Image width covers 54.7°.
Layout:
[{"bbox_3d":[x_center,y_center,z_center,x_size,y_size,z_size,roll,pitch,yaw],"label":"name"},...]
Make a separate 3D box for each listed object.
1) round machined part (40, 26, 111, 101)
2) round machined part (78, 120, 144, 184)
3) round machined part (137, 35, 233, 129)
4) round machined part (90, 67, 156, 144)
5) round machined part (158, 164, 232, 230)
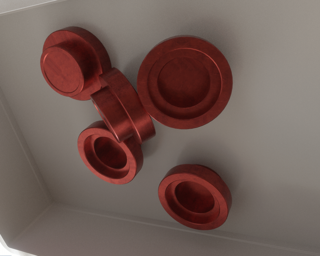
[{"bbox_3d":[-0.117,-0.080,0.410,0.098,0.042,0.097,13,124,21],"label":"round machined part"},{"bbox_3d":[-0.067,0.031,0.451,0.098,0.042,0.097,14,126,21],"label":"round machined part"},{"bbox_3d":[0.026,-0.051,0.337,0.099,0.042,0.097,1,112,2],"label":"round machined part"},{"bbox_3d":[-0.049,-0.020,0.377,0.098,0.042,0.098,54,168,18],"label":"round machined part"},{"bbox_3d":[0.050,0.089,0.426,0.098,0.042,0.097,13,124,21],"label":"round machined part"}]
